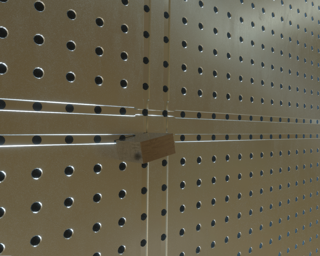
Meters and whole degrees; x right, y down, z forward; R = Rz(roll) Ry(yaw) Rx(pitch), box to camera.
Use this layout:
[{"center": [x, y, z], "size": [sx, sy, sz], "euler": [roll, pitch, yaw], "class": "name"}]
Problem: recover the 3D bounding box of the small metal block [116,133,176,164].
[{"center": [-0.018, 0.023, 0.380], "size": [0.050, 0.050, 0.025], "euler": [-14, 99, -39], "class": "small metal block"}]
